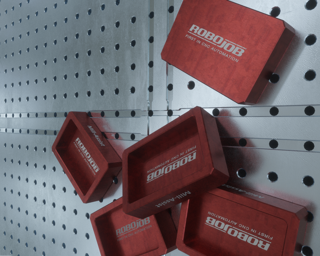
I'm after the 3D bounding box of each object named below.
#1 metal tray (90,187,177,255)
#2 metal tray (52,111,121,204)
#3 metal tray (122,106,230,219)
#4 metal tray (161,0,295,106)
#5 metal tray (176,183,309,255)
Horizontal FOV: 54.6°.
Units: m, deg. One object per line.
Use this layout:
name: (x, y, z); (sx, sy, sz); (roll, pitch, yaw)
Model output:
metal tray: (-0.041, 0.144, 0.440); (0.130, 0.030, 0.090); (-35, 69, 34)
metal tray: (-0.124, 0.046, 0.509); (0.130, 0.030, 0.090); (49, 119, 29)
metal tray: (0.011, 0.043, 0.366); (0.130, 0.030, 0.090); (-31, 45, 29)
metal tray: (0.068, -0.094, 0.350); (0.130, 0.030, 0.089); (38, 113, 33)
metal tray: (0.082, 0.112, 0.338); (0.130, 0.030, 0.089); (13, 98, 39)
